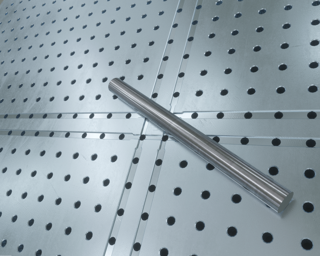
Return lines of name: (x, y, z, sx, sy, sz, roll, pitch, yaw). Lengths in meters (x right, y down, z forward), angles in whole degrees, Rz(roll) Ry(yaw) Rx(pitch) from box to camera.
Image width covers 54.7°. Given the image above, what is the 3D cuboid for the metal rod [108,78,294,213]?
metal rod: (0.026, 0.003, 0.391, 0.025, 0.025, 0.300, -49, 52, -6)
